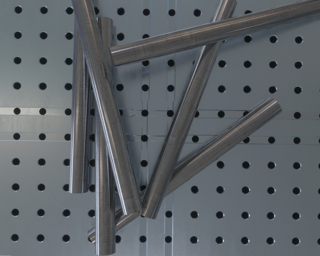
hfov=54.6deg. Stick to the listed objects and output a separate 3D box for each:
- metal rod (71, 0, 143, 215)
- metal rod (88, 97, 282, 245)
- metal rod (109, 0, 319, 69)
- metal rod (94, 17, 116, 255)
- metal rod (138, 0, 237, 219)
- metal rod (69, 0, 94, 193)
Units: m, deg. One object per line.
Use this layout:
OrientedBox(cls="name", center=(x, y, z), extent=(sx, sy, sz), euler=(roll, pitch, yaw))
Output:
OrientedBox(cls="metal rod", center=(-0.069, -0.045, 0.378), extent=(0.025, 0.025, 0.299), euler=(-14, 87, 0))
OrientedBox(cls="metal rod", center=(0.033, 0.058, 0.413), extent=(0.300, 0.025, 0.025), euler=(-36, 90, 0))
OrientedBox(cls="metal rod", center=(0.086, -0.123, 0.385), extent=(0.302, 0.025, 0.025), euler=(-17, 90, -11))
OrientedBox(cls="metal rod", center=(-0.071, 0.006, 0.399), extent=(0.025, 0.025, 0.299), euler=(-1, 85, 0))
OrientedBox(cls="metal rod", center=(0.037, -0.031, 0.399), extent=(0.025, 0.025, 0.299), euler=(21, 84, 0))
OrientedBox(cls="metal rod", center=(-0.103, -0.065, 0.412), extent=(0.025, 0.025, 0.298), euler=(2, 90, 0))
